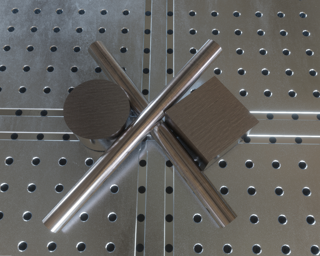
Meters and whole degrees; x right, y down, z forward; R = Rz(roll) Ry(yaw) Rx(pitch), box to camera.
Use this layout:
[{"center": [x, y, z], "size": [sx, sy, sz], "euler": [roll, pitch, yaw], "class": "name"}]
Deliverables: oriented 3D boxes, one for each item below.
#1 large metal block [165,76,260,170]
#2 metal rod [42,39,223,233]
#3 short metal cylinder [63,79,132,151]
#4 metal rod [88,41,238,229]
[{"center": [0.063, -0.005, 0.396], "size": [0.080, 0.050, 0.080], "euler": [-37, 74, -12], "class": "large metal block"}, {"center": [-0.029, 0.005, 0.383], "size": [0.025, 0.025, 0.300], "euler": [41, 83, 13], "class": "metal rod"}, {"center": [-0.077, -0.016, 0.400], "size": [0.081, 0.050, 0.080], "euler": [0, 70, 0], "class": "short metal cylinder"}, {"center": [-0.006, -0.003, 0.408], "size": [0.025, 0.025, 0.300], "euler": [-34, 74, -12], "class": "metal rod"}]
